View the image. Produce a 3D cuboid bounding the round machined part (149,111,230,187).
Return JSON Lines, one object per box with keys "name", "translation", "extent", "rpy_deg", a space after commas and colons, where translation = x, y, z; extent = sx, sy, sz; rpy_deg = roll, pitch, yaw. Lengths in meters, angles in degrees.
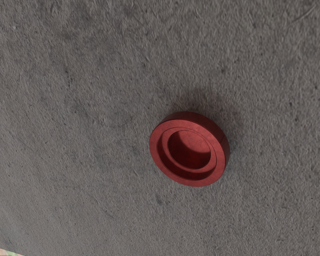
{"name": "round machined part", "translation": [0.040, 0.022, 0.389], "extent": [0.098, 0.042, 0.097], "rpy_deg": [13, 124, 21]}
